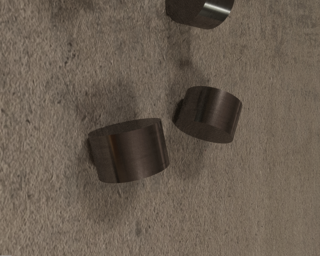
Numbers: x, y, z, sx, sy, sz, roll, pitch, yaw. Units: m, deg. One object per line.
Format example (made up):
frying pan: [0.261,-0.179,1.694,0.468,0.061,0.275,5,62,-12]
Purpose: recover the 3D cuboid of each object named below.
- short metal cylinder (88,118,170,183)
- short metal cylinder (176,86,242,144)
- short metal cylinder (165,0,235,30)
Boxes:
short metal cylinder: [-0.034,0.022,0.342,0.081,0.080,0.050,-19,102,-39]
short metal cylinder: [0.067,-0.017,0.428,0.080,0.080,0.050,30,71,-36]
short metal cylinder: [0.053,-0.177,0.415,0.050,0.080,0.079,-4,93,-40]
